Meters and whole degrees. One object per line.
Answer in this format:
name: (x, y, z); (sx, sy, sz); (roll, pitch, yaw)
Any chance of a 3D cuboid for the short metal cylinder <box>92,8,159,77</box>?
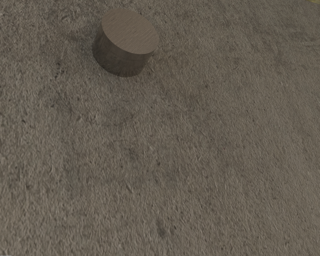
short metal cylinder: (-0.049, -0.118, 0.433); (0.081, 0.050, 0.080); (13, 56, -21)
